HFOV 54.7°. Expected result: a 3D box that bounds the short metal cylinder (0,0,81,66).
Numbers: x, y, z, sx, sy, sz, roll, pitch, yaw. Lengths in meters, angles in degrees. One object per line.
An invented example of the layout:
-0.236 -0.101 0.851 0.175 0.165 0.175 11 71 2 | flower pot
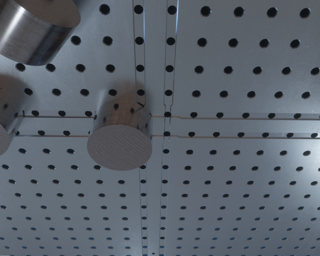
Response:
-0.122 -0.104 0.285 0.080 0.080 0.050 33 122 -25 | short metal cylinder

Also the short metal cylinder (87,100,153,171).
-0.050 0.010 0.403 0.081 0.050 0.079 0 130 0 | short metal cylinder

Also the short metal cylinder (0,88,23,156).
-0.220 -0.008 0.385 0.081 0.050 0.079 -1 130 0 | short metal cylinder
